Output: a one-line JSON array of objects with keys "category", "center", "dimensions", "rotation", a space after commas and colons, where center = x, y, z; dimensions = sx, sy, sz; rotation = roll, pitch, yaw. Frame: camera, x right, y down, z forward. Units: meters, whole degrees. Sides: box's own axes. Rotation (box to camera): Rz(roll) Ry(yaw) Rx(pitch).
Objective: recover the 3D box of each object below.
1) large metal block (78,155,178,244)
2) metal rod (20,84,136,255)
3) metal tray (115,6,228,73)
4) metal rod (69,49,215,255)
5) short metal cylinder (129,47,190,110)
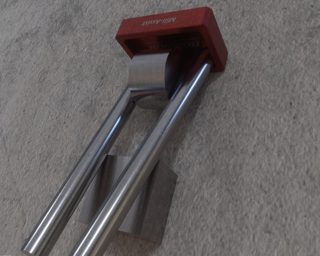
[{"category": "large metal block", "center": [-0.034, 0.079, 0.355], "dimensions": [0.080, 0.050, 0.080], "rotation": [2, 63, 28]}, {"category": "metal rod", "center": [-0.064, 0.009, 0.373], "dimensions": [0.025, 0.025, 0.301], "rotation": [2, 47, 29]}, {"category": "metal tray", "center": [0.017, -0.112, 0.422], "dimensions": [0.130, 0.090, 0.030], "rotation": [2, 63, 29]}, {"category": "metal rod", "center": [-0.002, 0.011, 0.339], "dimensions": [0.025, 0.025, 0.301], "rotation": [9, 51, 32]}, {"category": "short metal cylinder", "center": [0.002, -0.064, 0.408], "dimensions": [0.050, 0.080, 0.080], "rotation": [2, 63, 28]}]
